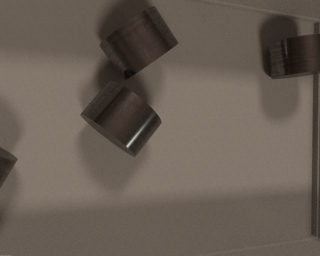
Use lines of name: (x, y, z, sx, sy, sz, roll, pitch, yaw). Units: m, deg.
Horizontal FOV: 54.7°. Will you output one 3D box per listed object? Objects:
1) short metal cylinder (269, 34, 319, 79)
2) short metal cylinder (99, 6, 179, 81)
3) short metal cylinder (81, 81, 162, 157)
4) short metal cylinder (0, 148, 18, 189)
short metal cylinder: (0.205, -0.104, 0.459, 0.081, 0.080, 0.050, -7, 93, -20)
short metal cylinder: (-0.025, -0.101, 0.373, 0.080, 0.080, 0.050, -39, 103, -16)
short metal cylinder: (-0.045, -0.010, 0.365, 0.080, 0.080, 0.050, 41, 77, -16)
short metal cylinder: (-0.195, 0.036, 0.310, 0.080, 0.080, 0.050, 31, 80, -18)
